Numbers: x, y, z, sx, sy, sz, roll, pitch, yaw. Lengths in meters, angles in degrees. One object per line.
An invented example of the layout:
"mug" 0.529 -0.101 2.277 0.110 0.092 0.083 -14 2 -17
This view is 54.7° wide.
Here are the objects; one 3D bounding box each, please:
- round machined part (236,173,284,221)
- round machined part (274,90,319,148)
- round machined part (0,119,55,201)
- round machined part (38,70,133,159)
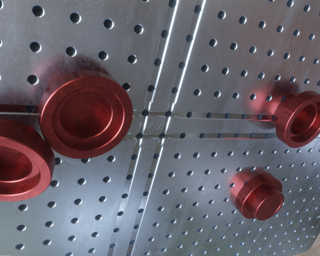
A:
"round machined part" 0.199 0.139 0.599 0.099 0.042 0.097 -14 125 -21
"round machined part" 0.232 -0.018 0.519 0.099 0.042 0.097 -14 125 -21
"round machined part" -0.159 0.029 0.318 0.099 0.042 0.097 -3 131 -3
"round machined part" -0.083 -0.018 0.343 0.099 0.042 0.097 -15 124 -23
